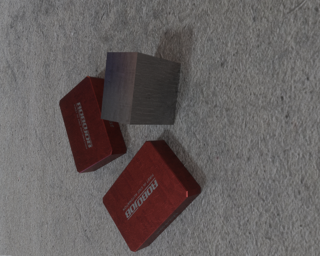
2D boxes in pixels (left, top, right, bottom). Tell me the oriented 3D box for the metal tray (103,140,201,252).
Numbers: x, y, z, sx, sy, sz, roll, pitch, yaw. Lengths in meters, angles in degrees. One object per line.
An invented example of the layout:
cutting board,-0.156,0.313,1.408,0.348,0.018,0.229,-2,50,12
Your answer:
metal tray,-0.017,0.090,0.413,0.090,0.030,0.129,52,120,27

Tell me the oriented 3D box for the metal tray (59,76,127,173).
metal tray,-0.109,-0.004,0.489,0.090,0.030,0.129,-31,71,35

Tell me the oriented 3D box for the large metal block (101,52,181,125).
large metal block,-0.022,-0.047,0.386,0.050,0.081,0.079,11,97,39
